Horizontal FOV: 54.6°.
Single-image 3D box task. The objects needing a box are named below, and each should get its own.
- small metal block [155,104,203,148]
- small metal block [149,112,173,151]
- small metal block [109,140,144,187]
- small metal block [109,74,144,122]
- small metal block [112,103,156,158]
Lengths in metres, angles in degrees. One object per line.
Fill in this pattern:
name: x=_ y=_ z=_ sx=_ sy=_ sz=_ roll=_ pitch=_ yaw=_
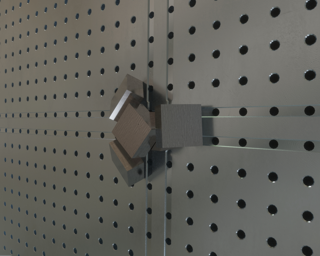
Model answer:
small metal block: x=0.022 y=-0.002 z=0.372 sx=0.025 sy=0.050 sz=0.050 roll=172 pitch=96 yaw=-72
small metal block: x=-0.010 y=0.003 z=0.419 sx=0.050 sy=0.025 sz=0.050 roll=2 pitch=94 yaw=40
small metal block: x=-0.046 y=0.046 z=0.432 sx=0.050 sy=0.025 sz=0.050 roll=53 pitch=158 yaw=27
small metal block: x=-0.047 y=-0.040 z=0.433 sx=0.050 sy=0.025 sz=0.050 roll=-54 pitch=23 yaw=26
small metal block: x=-0.029 y=0.003 z=0.402 sx=0.050 sy=0.025 sz=0.050 roll=49 pitch=118 yaw=28
